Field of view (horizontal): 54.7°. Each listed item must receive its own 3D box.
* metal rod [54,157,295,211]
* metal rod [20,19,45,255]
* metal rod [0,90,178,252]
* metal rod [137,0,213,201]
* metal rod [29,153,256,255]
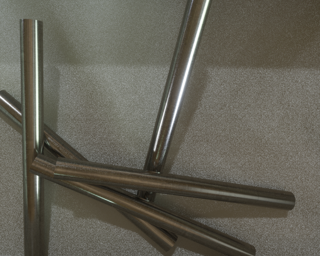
[{"bbox_3d":[0.028,0.071,0.381,0.302,0.025,0.025,10,90,-13],"label":"metal rod"},{"bbox_3d":[-0.158,0.022,0.385,0.025,0.025,0.298,3,100,-1],"label":"metal rod"},{"bbox_3d":[-0.099,0.057,0.410,0.300,0.025,0.025,40,90,-1],"label":"metal rod"},{"bbox_3d":[0.017,-0.040,0.358,0.025,0.025,0.298,15,112,-1],"label":"metal rod"},{"bbox_3d":[-0.014,0.105,0.390,0.301,0.025,0.025,26,90,-9],"label":"metal rod"}]
